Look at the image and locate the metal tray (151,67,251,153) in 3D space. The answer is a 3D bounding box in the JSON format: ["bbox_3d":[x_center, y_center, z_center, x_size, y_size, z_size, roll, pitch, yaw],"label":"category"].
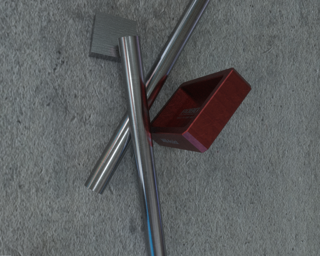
[{"bbox_3d":[0.038,-0.019,0.368,0.030,0.130,0.090,42,77,-16],"label":"metal tray"}]

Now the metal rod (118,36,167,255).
[{"bbox_3d":[-0.018,0.042,0.382,0.025,0.025,0.298,-11,102,-20],"label":"metal rod"}]

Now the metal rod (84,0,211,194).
[{"bbox_3d":[-0.011,-0.054,0.405,0.025,0.025,0.299,32,79,-18],"label":"metal rod"}]

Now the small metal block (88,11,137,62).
[{"bbox_3d":[-0.059,-0.112,0.388,0.050,0.025,0.050,8,87,-20],"label":"small metal block"}]
